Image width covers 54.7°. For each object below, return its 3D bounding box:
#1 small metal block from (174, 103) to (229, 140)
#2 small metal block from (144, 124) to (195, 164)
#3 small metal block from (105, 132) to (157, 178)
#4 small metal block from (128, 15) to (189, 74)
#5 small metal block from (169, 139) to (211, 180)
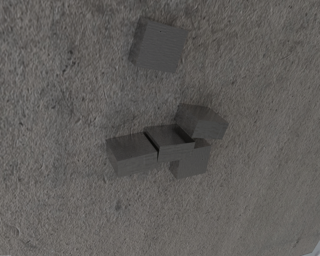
[{"bbox_3d":[0.054,-0.009,0.415,0.050,0.050,0.025,5,116,-31],"label":"small metal block"},{"bbox_3d":[0.010,0.019,0.408,0.050,0.050,0.025,-6,121,-26],"label":"small metal block"},{"bbox_3d":[-0.037,0.032,0.390,0.050,0.050,0.025,-12,124,-22],"label":"small metal block"},{"bbox_3d":[-0.003,-0.093,0.348,0.050,0.025,0.050,4,116,-31],"label":"small metal block"},{"bbox_3d":[0.044,0.044,0.458,0.050,0.025,0.050,-8,122,-24],"label":"small metal block"}]
